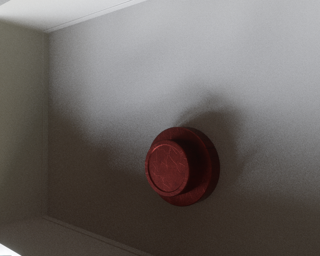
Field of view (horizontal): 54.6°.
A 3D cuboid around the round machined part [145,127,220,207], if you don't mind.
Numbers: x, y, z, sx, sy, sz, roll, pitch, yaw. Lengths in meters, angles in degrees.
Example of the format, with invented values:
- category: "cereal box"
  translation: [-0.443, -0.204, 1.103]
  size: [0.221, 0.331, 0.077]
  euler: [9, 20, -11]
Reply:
- category: "round machined part"
  translation: [0.020, 0.047, 0.380]
  size: [0.098, 0.042, 0.097]
  euler: [0, 90, 40]
